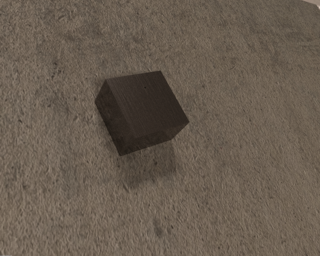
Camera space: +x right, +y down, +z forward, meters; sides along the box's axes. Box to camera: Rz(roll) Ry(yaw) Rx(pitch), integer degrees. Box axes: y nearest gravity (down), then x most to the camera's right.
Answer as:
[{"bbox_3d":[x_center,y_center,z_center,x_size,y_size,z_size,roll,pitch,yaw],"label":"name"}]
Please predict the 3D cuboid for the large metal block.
[{"bbox_3d":[-0.024,-0.020,0.389,0.081,0.050,0.080,-16,70,-35],"label":"large metal block"}]
